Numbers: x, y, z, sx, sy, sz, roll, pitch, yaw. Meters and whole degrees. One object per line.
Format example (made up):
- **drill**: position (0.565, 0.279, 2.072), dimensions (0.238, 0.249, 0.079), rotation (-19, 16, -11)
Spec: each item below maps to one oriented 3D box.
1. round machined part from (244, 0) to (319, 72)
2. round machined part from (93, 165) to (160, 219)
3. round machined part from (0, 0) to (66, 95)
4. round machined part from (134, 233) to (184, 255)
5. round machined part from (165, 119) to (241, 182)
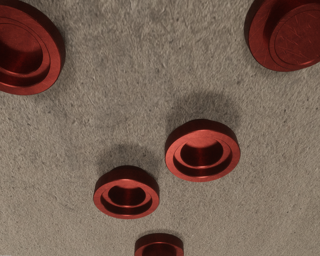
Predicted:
- **round machined part**: position (0.139, -0.099, 0.314), dimensions (0.099, 0.042, 0.097), rotation (-1, 130, 0)
- **round machined part**: position (-0.050, 0.095, 0.476), dimensions (0.099, 0.042, 0.097), rotation (-1, 130, 0)
- **round machined part**: position (-0.148, -0.086, 0.321), dimensions (0.099, 0.042, 0.097), rotation (-1, 130, 0)
- **round machined part**: position (-0.002, 0.252, 0.611), dimensions (0.099, 0.042, 0.097), rotation (-1, 130, 0)
- **round machined part**: position (0.056, 0.026, 0.419), dimensions (0.099, 0.042, 0.097), rotation (-1, 130, 0)
